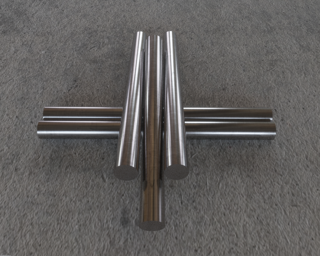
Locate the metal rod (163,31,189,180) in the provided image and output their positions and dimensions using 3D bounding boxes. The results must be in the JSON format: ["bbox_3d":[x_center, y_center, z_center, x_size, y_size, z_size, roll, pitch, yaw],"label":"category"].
[{"bbox_3d":[0.017,-0.056,0.424,0.025,0.025,0.300,0,42,0],"label":"metal rod"}]

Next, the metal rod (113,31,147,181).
[{"bbox_3d":[-0.034,-0.055,0.423,0.025,0.025,0.300,0,42,0],"label":"metal rod"}]

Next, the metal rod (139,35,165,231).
[{"bbox_3d":[-0.008,-0.022,0.389,0.025,0.025,0.300,0,50,-1],"label":"metal rod"}]

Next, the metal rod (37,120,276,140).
[{"bbox_3d":[-0.004,0.003,0.403,0.302,0.025,0.025,0,50,-1],"label":"metal rod"}]

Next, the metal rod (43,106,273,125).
[{"bbox_3d":[-0.002,-0.016,0.419,0.302,0.025,0.025,0,50,-1],"label":"metal rod"}]
